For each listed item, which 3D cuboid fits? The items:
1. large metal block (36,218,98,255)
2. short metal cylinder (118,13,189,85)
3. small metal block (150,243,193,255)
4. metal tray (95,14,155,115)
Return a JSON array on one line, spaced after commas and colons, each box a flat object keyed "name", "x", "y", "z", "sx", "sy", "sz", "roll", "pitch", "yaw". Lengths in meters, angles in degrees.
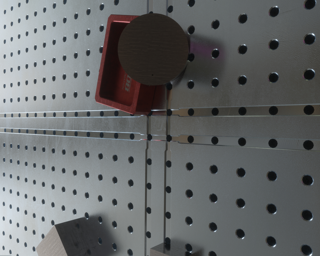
[{"name": "large metal block", "x": -0.157, "y": 0.213, "z": 0.523, "sx": 0.080, "sy": 0.050, "sz": 0.080, "roll": -49, "pitch": 61, "yaw": 28}, {"name": "short metal cylinder", "x": -0.005, "y": -0.092, "z": 0.374, "sx": 0.080, "sy": 0.050, "sz": 0.079, "roll": 1, "pitch": 99, "yaw": 6}, {"name": "small metal block", "x": 0.014, "y": 0.183, "z": 0.398, "sx": 0.050, "sy": 0.025, "sz": 0.050, "roll": 2, "pitch": 91, "yaw": 40}, {"name": "metal tray", "x": -0.044, "y": -0.091, "z": 0.442, "sx": 0.090, "sy": 0.030, "sz": 0.129, "roll": 19, "pitch": 102, "yaw": 38}]
